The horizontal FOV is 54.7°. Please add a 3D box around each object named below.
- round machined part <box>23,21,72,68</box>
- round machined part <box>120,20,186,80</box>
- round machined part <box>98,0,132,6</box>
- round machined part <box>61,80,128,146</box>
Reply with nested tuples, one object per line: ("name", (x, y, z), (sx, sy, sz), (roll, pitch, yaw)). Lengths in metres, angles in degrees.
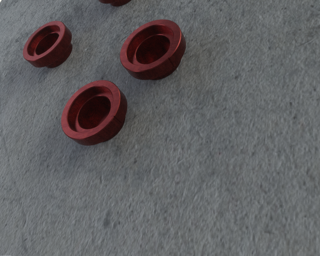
("round machined part", (-0.209, -0.154, 0.594), (0.098, 0.042, 0.098), (-13, 56, 20))
("round machined part", (-0.007, -0.111, 0.463), (0.098, 0.042, 0.098), (-13, 56, 20))
("round machined part", (-0.080, -0.277, 0.603), (0.098, 0.042, 0.098), (-13, 56, 20))
("round machined part", (-0.090, -0.018, 0.449), (0.098, 0.042, 0.098), (-13, 56, 20))
